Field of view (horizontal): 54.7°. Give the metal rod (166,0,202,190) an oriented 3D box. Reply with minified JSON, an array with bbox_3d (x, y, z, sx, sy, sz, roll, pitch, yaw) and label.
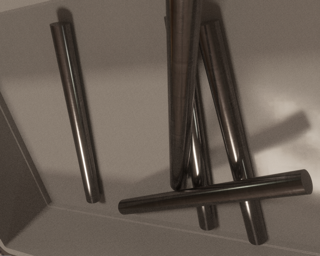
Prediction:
[{"bbox_3d":[0.021,-0.007,0.324,0.025,0.025,0.299,20,148,16],"label":"metal rod"}]

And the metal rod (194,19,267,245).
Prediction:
[{"bbox_3d":[0.092,0.023,0.373,0.025,0.025,0.298,-5,116,30],"label":"metal rod"}]

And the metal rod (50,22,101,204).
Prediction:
[{"bbox_3d":[-0.122,-0.004,0.467,0.025,0.025,0.298,11,123,21],"label":"metal rod"}]

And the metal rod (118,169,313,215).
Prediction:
[{"bbox_3d":[0.043,0.092,0.408,0.299,0.025,0.025,-21,108,43],"label":"metal rod"}]

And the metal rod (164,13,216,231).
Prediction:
[{"bbox_3d":[0.044,0.012,0.391,0.025,0.025,0.298,3,120,26],"label":"metal rod"}]
